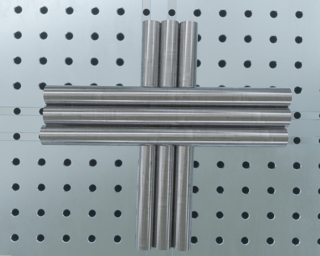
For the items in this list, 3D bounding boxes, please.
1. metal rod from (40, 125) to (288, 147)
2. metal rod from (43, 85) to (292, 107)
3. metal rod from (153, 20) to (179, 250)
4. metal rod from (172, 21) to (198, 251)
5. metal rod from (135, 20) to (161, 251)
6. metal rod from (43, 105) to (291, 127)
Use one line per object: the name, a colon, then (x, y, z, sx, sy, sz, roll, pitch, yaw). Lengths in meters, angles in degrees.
metal rod: (0.005, 0.010, 0.388, 0.302, 0.025, 0.025, 1, 90, 0)
metal rod: (0.010, -0.040, 0.388, 0.302, 0.025, 0.025, 1, 90, 0)
metal rod: (0.008, 0.009, 0.413, 0.025, 0.025, 0.298, 2, 90, 0)
metal rod: (0.034, 0.010, 0.414, 0.025, 0.025, 0.298, 2, 90, 0)
metal rod: (-0.016, 0.009, 0.413, 0.025, 0.025, 0.298, 2, 90, 0)
metal rod: (0.009, -0.015, 0.388, 0.302, 0.025, 0.025, 1, 90, 0)
